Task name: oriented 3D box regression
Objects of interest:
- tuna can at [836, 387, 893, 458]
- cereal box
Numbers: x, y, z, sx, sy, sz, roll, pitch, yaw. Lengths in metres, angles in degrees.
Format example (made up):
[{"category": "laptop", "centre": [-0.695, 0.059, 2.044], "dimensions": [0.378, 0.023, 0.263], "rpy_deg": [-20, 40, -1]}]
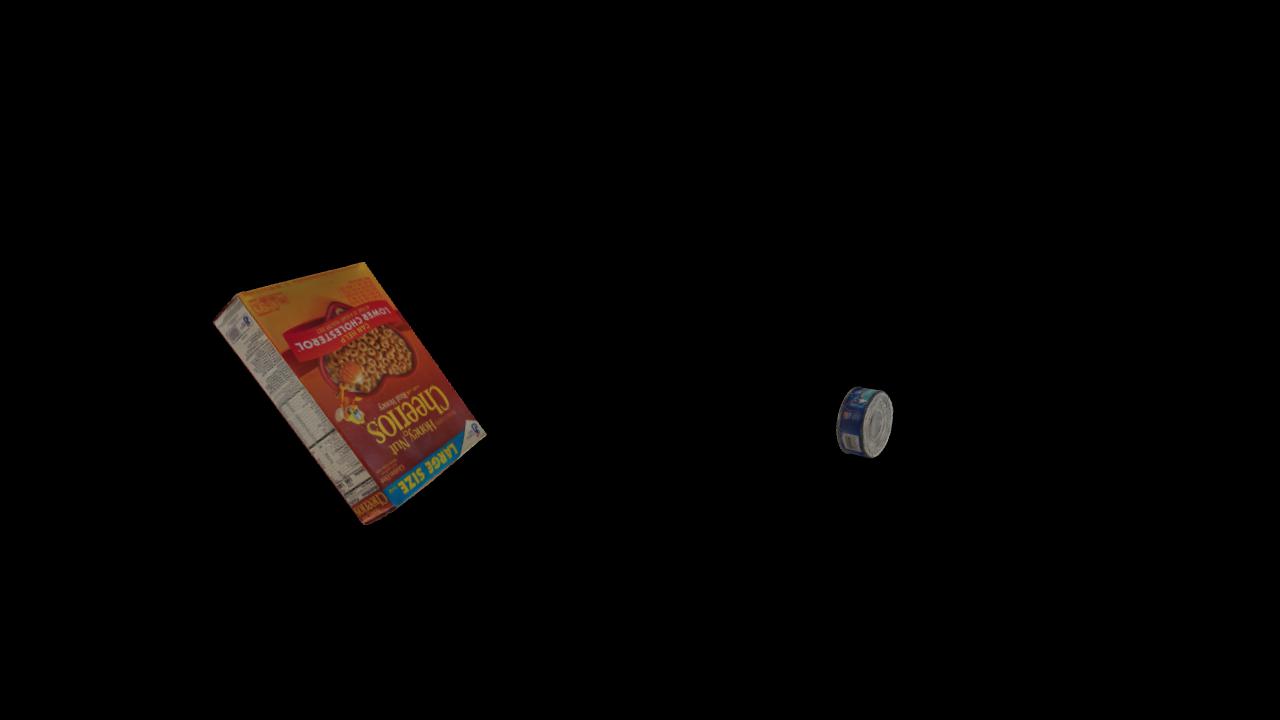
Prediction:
[{"category": "tuna can", "centre": [0.274, 0.076, 0.746], "dimensions": [0.084, 0.084, 0.034], "rpy_deg": [0, 6, -44]}, {"category": "cereal box", "centre": [-0.359, 0.032, 0.803], "dimensions": [0.081, 0.306, 0.203], "rpy_deg": [-32, 6, 26]}]
